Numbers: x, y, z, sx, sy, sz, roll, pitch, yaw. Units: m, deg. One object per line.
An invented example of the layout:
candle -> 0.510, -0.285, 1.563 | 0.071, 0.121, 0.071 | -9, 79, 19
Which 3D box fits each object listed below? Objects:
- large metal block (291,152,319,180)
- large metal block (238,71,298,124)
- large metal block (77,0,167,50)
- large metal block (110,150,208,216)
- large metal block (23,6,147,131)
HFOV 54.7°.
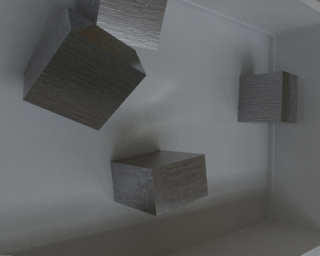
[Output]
large metal block -> 0.341, 0.085, 0.664 | 0.081, 0.080, 0.050 | 15, 80, -39
large metal block -> 0.183, -0.048, 0.527 | 0.050, 0.080, 0.080 | 4, 87, -40
large metal block -> -0.041, -0.136, 0.341 | 0.081, 0.050, 0.079 | -1, 112, -40
large metal block -> -0.001, 0.060, 0.372 | 0.081, 0.080, 0.050 | -10, 97, -40
large metal block -> -0.074, -0.054, 0.302 | 0.080, 0.050, 0.080 | 26, 118, -38
